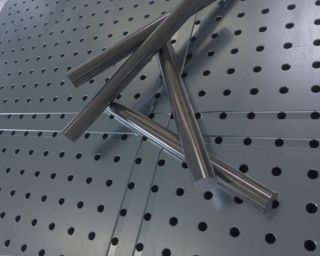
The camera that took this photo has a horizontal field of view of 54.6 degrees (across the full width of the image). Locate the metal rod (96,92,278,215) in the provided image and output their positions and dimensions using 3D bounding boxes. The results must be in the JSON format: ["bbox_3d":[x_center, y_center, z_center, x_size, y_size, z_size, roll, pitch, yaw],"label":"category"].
[{"bbox_3d":[0.007,0.013,0.396,0.300,0.025,0.025,31,79,38],"label":"metal rod"}]

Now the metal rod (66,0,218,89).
[{"bbox_3d":[-0.005,-0.151,0.468,0.301,0.025,0.025,-34,50,-9],"label":"metal rod"}]

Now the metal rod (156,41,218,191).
[{"bbox_3d":[0.020,-0.052,0.410,0.025,0.025,0.300,-25,47,13],"label":"metal rod"}]

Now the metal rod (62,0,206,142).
[{"bbox_3d":[-0.029,-0.099,0.446,0.300,0.025,0.025,-48,51,-2],"label":"metal rod"}]
